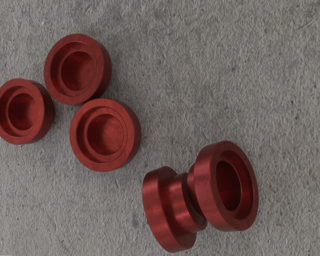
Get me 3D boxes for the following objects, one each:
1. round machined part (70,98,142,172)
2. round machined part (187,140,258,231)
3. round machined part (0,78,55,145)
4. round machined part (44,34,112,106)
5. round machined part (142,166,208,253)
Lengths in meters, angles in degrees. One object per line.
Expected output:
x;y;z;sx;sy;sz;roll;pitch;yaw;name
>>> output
-0.070;0.009;0.425;0.098;0.042;0.097;0;90;20;round machined part
0.068;0.066;0.350;0.042;0.099;0.098;-21;83;40;round machined part
-0.201;-0.024;0.471;0.098;0.042;0.097;0;90;20;round machined part
-0.110;-0.078;0.437;0.098;0.042;0.097;-1;86;21;round machined part
0.023;0.090;0.362;0.042;0.098;0.098;-23;83;19;round machined part
